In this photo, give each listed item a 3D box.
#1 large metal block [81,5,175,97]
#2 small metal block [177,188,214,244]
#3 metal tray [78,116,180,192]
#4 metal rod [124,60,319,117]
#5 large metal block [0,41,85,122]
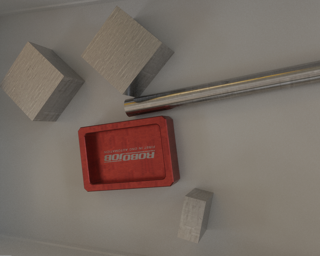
[{"bbox_3d":[-0.042,-0.098,0.411,0.080,0.050,0.080,43,103,14],"label":"large metal block"},{"bbox_3d":[0.045,0.106,0.381,0.025,0.050,0.050,11,94,19],"label":"small metal block"},{"bbox_3d":[-0.044,0.036,0.422,0.130,0.030,0.089,-8,88,19],"label":"metal tray"},{"bbox_3d":[0.097,-0.050,0.375,0.301,0.025,0.025,-9,87,19],"label":"metal rod"},{"bbox_3d":[-0.173,-0.066,0.457,0.080,0.050,0.080,43,103,14],"label":"large metal block"}]
